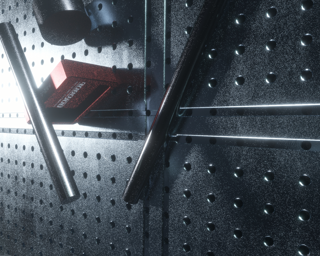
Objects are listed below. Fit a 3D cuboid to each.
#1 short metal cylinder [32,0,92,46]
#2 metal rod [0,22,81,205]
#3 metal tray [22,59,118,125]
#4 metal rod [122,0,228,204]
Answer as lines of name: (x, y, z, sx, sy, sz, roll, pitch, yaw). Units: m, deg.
short metal cylinder: (-0.158, -0.179, 0.501, 0.080, 0.081, 0.050, -37, 68, 33)
metal rod: (-0.176, -0.035, 0.432, 0.025, 0.025, 0.299, -42, 65, 31)
metal tray: (-0.139, -0.050, 0.479, 0.130, 0.091, 0.030, -36, 68, 34)
metal rod: (0.014, -0.029, 0.396, 0.025, 0.025, 0.298, 36, 112, 34)
